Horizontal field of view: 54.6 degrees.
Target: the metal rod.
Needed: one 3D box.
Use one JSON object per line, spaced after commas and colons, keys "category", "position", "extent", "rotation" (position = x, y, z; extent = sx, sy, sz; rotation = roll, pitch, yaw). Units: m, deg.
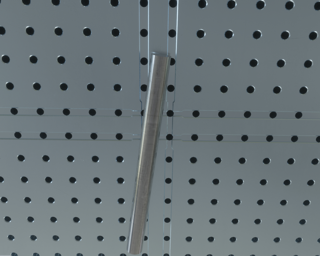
{"category": "metal rod", "position": [-0.019, 0.049, 0.431], "extent": [0.025, 0.025, 0.298], "rotation": [7, 110, -3]}
